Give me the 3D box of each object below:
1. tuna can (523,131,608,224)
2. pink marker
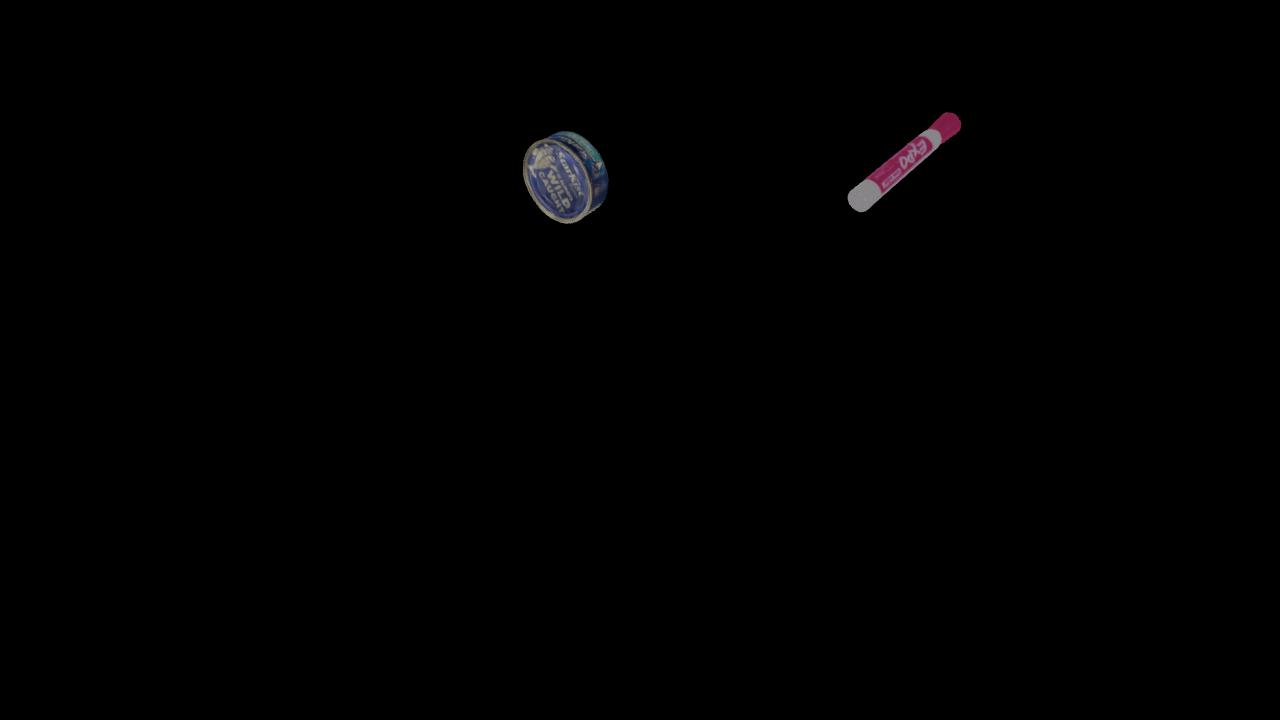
[{"bbox_3d":[-0.073,-0.181,0.609,0.084,0.084,0.034,0,33,40],"label":"tuna can"},{"bbox_3d":[0.203,-0.152,0.465,0.121,0.020,0.020,-40,14,-18],"label":"pink marker"}]
